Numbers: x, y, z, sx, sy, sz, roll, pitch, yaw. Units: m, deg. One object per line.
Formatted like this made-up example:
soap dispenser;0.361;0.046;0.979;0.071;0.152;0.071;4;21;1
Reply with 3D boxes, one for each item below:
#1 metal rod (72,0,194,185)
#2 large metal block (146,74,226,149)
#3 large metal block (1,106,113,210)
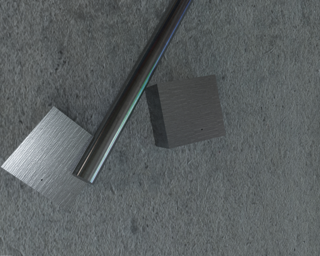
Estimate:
metal rod;-0.018;-0.073;0.371;0.025;0.025;0.300;33;68;-17
large metal block;0.032;-0.022;0.408;0.081;0.050;0.080;-12;94;-20
large metal block;-0.115;0.033;0.353;0.080;0.050;0.080;40;77;-16
